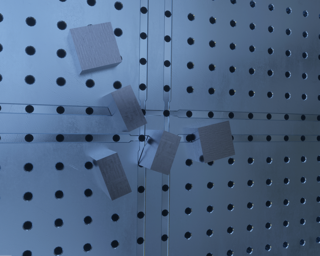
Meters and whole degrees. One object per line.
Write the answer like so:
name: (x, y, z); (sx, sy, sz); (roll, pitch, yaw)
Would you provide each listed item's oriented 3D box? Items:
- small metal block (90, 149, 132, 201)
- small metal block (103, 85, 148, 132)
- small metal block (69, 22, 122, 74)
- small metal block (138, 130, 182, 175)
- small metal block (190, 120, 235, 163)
small metal block: (-0.061, 0.055, 0.378); (0.025, 0.050, 0.050); (-22, 98, -19)
small metal block: (-0.044, -0.023, 0.384); (0.025, 0.050, 0.050); (-27, 99, -18)
small metal block: (-0.080, -0.099, 0.383); (0.050, 0.025, 0.050); (-18, 96, -20)
small metal block: (-0.001, 0.030, 0.400); (0.025, 0.050, 0.050); (22, 83, -19)
small metal block: (0.075, 0.019, 0.442); (0.050, 0.025, 0.050); (-13, 95, -20)
